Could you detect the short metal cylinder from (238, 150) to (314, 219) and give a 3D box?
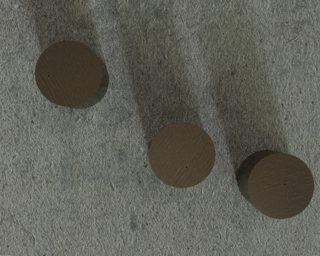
[{"bbox_3d":[0.146,0.070,0.398,0.081,0.050,0.080,0,90,0],"label":"short metal cylinder"}]

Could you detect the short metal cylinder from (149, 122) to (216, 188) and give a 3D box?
[{"bbox_3d":[0.027,0.032,0.398,0.081,0.050,0.080,0,90,0],"label":"short metal cylinder"}]

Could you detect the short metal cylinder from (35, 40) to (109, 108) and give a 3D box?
[{"bbox_3d":[-0.110,-0.065,0.396,0.081,0.050,0.080,0,90,0],"label":"short metal cylinder"}]
